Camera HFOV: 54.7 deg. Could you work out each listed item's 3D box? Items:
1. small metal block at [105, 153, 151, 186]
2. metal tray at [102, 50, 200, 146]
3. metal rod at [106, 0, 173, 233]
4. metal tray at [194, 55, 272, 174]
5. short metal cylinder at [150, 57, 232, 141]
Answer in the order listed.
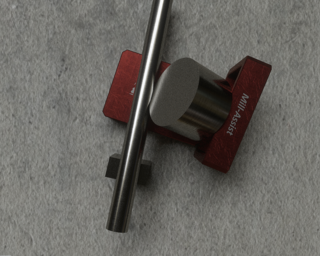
[{"bbox_3d":[-0.039,0.052,0.398,0.050,0.050,0.025,13,90,-1],"label":"small metal block"},{"bbox_3d":[0.002,-0.039,0.408,0.131,0.030,0.090,18,90,-1],"label":"metal tray"},{"bbox_3d":[-0.021,-0.030,0.372,0.025,0.025,0.299,11,81,-1],"label":"metal rod"},{"bbox_3d":[0.084,-0.015,0.380,0.030,0.090,0.129,23,90,0],"label":"metal tray"},{"bbox_3d":[0.033,-0.031,0.347,0.050,0.080,0.080,23,90,-33],"label":"short metal cylinder"}]
